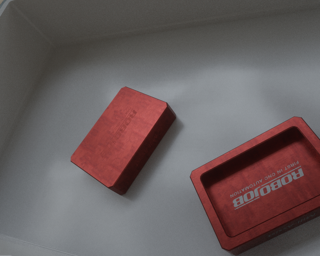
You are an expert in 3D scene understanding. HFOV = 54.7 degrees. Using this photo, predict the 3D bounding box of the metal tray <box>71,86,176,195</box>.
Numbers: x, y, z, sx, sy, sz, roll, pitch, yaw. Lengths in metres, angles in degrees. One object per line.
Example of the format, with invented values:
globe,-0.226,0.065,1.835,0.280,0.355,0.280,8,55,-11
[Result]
metal tray,-0.050,0.013,0.419,0.090,0.030,0.130,25,75,36

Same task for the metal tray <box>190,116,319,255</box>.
metal tray,0.106,0.057,0.311,0.130,0.030,0.090,-30,52,8
